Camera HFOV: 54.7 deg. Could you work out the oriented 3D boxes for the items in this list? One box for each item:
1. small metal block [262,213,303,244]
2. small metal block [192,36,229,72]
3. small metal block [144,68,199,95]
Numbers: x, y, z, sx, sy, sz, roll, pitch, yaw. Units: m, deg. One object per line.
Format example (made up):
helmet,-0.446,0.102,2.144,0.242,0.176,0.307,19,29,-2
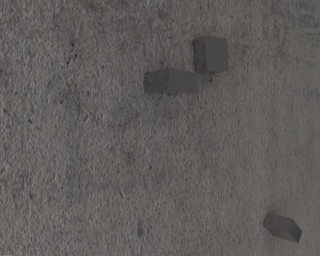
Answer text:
small metal block,0.230,0.187,0.581,0.050,0.050,0.025,47,62,-30
small metal block,0.077,-0.110,0.469,0.050,0.025,0.050,-9,96,-40
small metal block,0.014,-0.058,0.400,0.050,0.050,0.025,1,90,-40
